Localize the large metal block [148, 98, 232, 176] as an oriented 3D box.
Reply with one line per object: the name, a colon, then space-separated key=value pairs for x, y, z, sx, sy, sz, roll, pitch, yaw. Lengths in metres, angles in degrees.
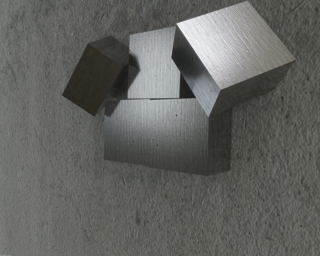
large metal block: x=0.034 y=0.008 z=0.358 sx=0.080 sy=0.050 sz=0.079 roll=2 pitch=91 yaw=39

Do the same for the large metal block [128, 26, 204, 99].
large metal block: x=0.008 y=-0.075 z=0.382 sx=0.080 sy=0.050 sz=0.079 roll=4 pitch=92 yaw=39

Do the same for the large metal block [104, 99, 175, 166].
large metal block: x=-0.028 y=0.004 z=0.410 sx=0.080 sy=0.050 sz=0.079 roll=2 pitch=91 yaw=39

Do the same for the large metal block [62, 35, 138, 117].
large metal block: x=-0.078 y=-0.073 z=0.423 sx=0.050 sy=0.080 sz=0.080 roll=34 pitch=116 yaw=-3

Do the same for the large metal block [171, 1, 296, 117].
large metal block: x=0.067 y=-0.069 z=0.306 sx=0.080 sy=0.081 sz=0.050 roll=62 pitch=164 yaw=21
